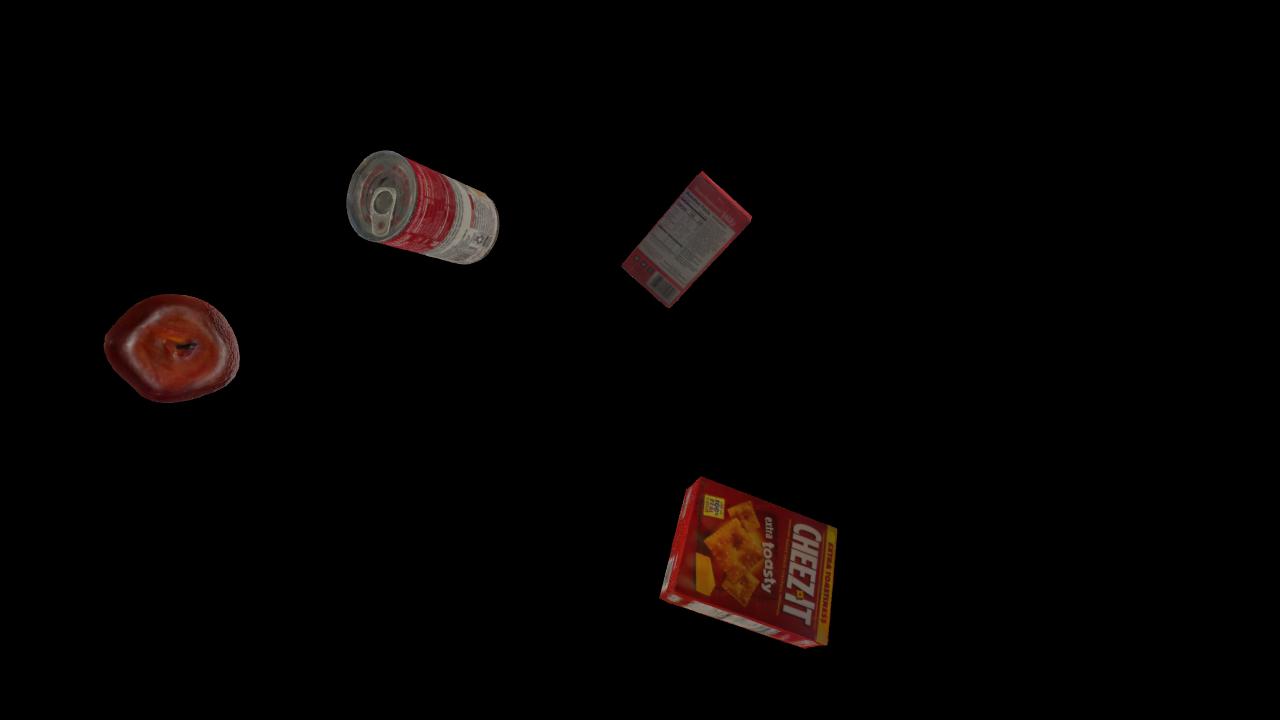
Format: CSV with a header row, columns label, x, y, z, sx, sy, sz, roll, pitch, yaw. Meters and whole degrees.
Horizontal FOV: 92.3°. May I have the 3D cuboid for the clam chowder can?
label,x,y,z,sx,sy,sz,roll,pitch,yaw
clam chowder can,-0.169,-0.117,0.492,0.068,0.068,0.102,0,-2,24

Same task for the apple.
label,x,y,z,sx,sy,sz,roll,pitch,yaw
apple,-0.334,-0.008,0.445,0.079,0.079,0.093,0,1,-43

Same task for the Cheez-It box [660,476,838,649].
label,x,y,z,sx,sy,sz,roll,pitch,yaw
Cheez-It box,0.156,0.282,0.856,0.223,0.166,0.071,22,-32,-5

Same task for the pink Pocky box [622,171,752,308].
label,x,y,z,sx,sy,sz,roll,pitch,yaw
pink Pocky box,0.056,-0.146,0.759,0.155,0.084,0.029,-46,6,29
